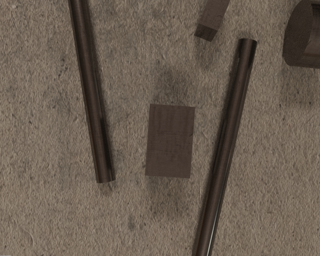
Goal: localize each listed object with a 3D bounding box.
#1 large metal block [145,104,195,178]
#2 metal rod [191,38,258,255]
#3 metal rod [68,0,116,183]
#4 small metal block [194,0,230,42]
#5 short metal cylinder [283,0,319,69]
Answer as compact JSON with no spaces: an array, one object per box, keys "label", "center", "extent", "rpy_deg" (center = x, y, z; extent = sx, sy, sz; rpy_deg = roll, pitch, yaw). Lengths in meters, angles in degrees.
[{"label":"large metal block","center":[0.011,0.014,0.383],"extent":[0.050,0.080,0.079],"rpy_deg":[4,90,0]},{"label":"metal rod","center":[0.085,0.031,0.411],"extent":[0.025,0.025,0.298],"rpy_deg":[12,90,-1]},{"label":"metal rod","center":[-0.094,-0.077,0.408],"extent":[0.025,0.025,0.298],"rpy_deg":[-9,90,0]},{"label":"small metal block","center":[0.068,-0.145,0.398],"extent":[0.025,0.050,0.050],"rpy_deg":[22,90,0]},{"label":"short metal cylinder","center":[0.195,-0.115,0.385],"extent":[0.050,0.080,0.079],"rpy_deg":[6,90,0]}]
